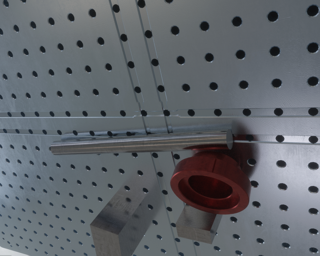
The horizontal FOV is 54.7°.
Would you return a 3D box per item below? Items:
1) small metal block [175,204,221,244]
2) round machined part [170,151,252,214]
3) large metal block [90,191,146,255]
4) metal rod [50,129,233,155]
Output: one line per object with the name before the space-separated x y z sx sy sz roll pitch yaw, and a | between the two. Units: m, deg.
small metal block | 0.057 0.135 0.449 0.050 0.050 0.025 4 120 26
round machined part | 0.066 0.066 0.395 0.098 0.042 0.097 14 141 12
large metal block | -0.066 0.167 0.514 0.050 0.080 0.079 11 123 22
metal rod | -0.045 0.024 0.449 0.300 0.025 0.025 -4 116 30
